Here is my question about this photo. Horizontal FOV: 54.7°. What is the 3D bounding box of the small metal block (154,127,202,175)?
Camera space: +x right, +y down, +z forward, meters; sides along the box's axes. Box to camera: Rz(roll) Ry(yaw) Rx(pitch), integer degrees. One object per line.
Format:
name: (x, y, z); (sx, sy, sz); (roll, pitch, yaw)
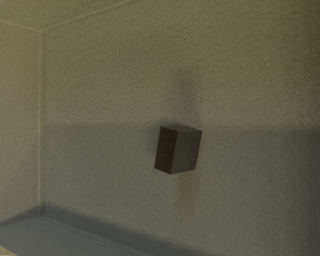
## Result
small metal block: (0.022, 0.025, 0.370); (0.025, 0.050, 0.050); (15, 100, 39)
